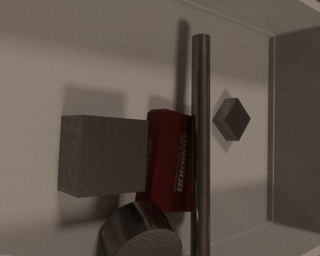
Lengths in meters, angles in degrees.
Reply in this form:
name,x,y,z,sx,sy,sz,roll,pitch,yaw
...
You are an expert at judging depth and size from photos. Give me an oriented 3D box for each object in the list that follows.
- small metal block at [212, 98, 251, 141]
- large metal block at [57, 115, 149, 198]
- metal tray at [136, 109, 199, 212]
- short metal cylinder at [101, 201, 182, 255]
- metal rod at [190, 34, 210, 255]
name,x,y,z,sx,sy,sz,roll,pitch,yaw
small metal block,0.118,-0.014,0.509,0.050,0.025,0.050,50,60,-29
large metal block,-0.062,0.029,0.340,0.081,0.050,0.080,4,88,-40
metal tray,0.019,0.046,0.422,0.091,0.030,0.129,13,82,-40
short metal cylinder,-0.022,0.131,0.354,0.081,0.050,0.079,-10,116,-20
metal rod,0.054,0.023,0.410,0.025,0.025,0.298,6,82,-40
